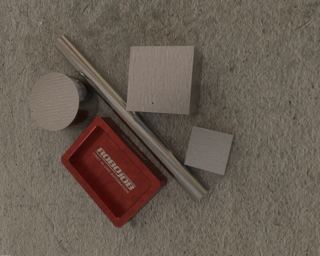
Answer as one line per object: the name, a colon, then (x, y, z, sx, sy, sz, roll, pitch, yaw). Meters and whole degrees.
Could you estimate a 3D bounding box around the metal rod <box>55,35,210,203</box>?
metal rod: (-0.046, -0.021, 0.425, 0.025, 0.025, 0.300, -46, 76, 14)

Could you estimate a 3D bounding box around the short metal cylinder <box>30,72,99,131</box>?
short metal cylinder: (-0.136, -0.036, 0.443, 0.080, 0.050, 0.079, 0, 90, 19)

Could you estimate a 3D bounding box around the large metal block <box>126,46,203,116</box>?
large metal block: (0.007, -0.058, 0.394, 0.080, 0.050, 0.079, 5, 92, 19)

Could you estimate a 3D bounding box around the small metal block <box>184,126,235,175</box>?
small metal block: (0.063, 0.027, 0.388, 0.050, 0.025, 0.050, 14, 95, 19)

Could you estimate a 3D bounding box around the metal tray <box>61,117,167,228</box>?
metal tray: (-0.065, 0.058, 0.429, 0.130, 0.030, 0.090, 46, 104, 14)
